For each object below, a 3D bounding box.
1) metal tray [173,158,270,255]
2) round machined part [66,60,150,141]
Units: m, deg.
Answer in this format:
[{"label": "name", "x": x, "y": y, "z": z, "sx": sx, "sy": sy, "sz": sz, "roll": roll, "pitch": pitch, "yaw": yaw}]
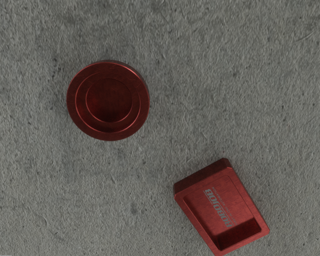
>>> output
[{"label": "metal tray", "x": 0.089, "y": 0.118, "z": 0.451, "sx": 0.090, "sy": 0.030, "sz": 0.130, "roll": -30, "pitch": 108, "yaw": 10}, {"label": "round machined part", "x": -0.062, "y": -0.036, "z": 0.387, "sx": 0.099, "sy": 0.042, "sz": 0.097, "roll": 0, "pitch": 110, "yaw": -1}]
